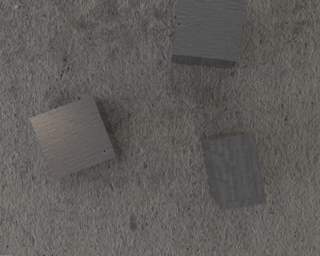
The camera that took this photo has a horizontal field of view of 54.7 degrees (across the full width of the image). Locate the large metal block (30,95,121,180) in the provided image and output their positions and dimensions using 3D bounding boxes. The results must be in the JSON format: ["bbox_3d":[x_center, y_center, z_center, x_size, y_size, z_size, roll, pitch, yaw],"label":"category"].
[{"bbox_3d":[-0.104,0.011,0.397,0.080,0.050,0.080,-21,90,0],"label":"large metal block"}]

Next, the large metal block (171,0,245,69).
[{"bbox_3d":[0.059,-0.124,0.398,0.080,0.050,0.080,6,90,0],"label":"large metal block"}]

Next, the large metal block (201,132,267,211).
[{"bbox_3d":[0.087,0.048,0.383,0.050,0.080,0.080,-10,90,0],"label":"large metal block"}]
